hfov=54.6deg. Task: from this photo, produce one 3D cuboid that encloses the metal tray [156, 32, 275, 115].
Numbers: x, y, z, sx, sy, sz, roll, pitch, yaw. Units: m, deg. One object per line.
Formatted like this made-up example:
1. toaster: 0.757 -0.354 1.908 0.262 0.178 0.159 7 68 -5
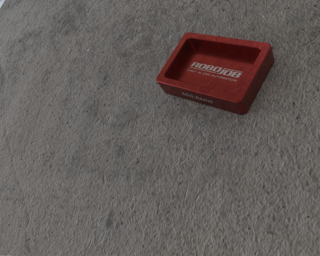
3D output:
1. metal tray: 0.070 -0.077 0.411 0.130 0.030 0.090 21 73 36
